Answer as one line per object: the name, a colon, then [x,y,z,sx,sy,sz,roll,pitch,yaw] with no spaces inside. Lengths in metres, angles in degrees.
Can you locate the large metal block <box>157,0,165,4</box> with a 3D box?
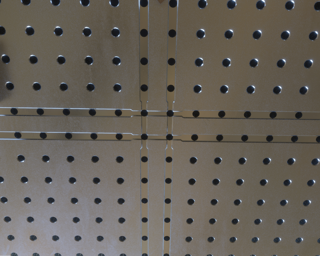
large metal block: [0.006,-0.191,0.330,0.080,0.050,0.080,-38,106,12]
